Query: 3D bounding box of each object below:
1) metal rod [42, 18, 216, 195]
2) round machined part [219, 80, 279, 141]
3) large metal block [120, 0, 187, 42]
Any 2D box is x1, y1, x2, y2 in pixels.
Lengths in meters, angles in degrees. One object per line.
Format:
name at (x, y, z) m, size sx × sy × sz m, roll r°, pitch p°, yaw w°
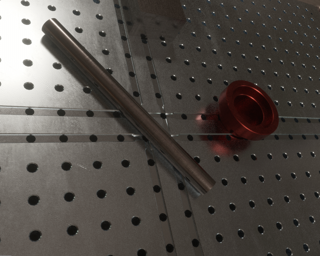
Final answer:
metal rod at (-0.042, -0.030, 0.404) m, size 0.300 × 0.025 × 0.025 m, roll 46°, pitch 51°, yaw 3°
round machined part at (0.133, -0.023, 0.486) m, size 0.099 × 0.042 × 0.098 m, roll 14°, pitch 56°, yaw -21°
large metal block at (-0.012, -0.193, 0.505) m, size 0.081 × 0.050 × 0.080 m, roll 1°, pitch 62°, yaw -28°
